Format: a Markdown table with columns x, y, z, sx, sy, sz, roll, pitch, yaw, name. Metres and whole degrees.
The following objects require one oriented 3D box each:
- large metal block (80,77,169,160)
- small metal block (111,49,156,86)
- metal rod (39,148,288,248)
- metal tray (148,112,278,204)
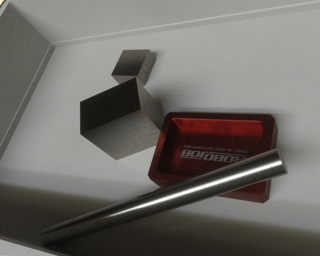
| x | y | z | sx | sy | sz | roll | pitch | yaw | name |
| --- | --- | --- | --- | --- | --- | --- | --- | --- | --- |
| -0.044 | -0.008 | 0.397 | 0.080 | 0.080 | 0.050 | -21 | 54 | 15 | large metal block |
| -0.041 | -0.095 | 0.484 | 0.050 | 0.025 | 0.050 | 8 | 65 | 31 | small metal block |
| -0.017 | 0.084 | 0.335 | 0.300 | 0.025 | 0.025 | -24 | 53 | 23 | metal rod |
| 0.059 | 0.029 | 0.352 | 0.130 | 0.030 | 0.090 | 3 | 63 | 29 | metal tray |
